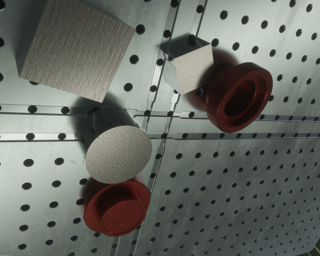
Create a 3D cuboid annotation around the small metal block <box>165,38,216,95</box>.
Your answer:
[{"bbox_3d":[0.038,-0.076,0.385,0.050,0.025,0.050,-25,128,-13],"label":"small metal block"}]

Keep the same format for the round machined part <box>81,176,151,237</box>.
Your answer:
[{"bbox_3d":[-0.058,0.114,0.439,0.099,0.042,0.097,-14,124,-21],"label":"round machined part"}]

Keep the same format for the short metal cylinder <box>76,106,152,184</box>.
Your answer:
[{"bbox_3d":[-0.056,0.020,0.377,0.081,0.050,0.079,-14,124,-21],"label":"short metal cylinder"}]

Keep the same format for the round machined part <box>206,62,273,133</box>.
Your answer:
[{"bbox_3d":[0.102,-0.044,0.421,0.099,0.042,0.097,-22,135,-24],"label":"round machined part"}]

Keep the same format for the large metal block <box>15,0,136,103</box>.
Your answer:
[{"bbox_3d":[-0.083,-0.080,0.300,0.081,0.050,0.080,17,110,-35],"label":"large metal block"}]
